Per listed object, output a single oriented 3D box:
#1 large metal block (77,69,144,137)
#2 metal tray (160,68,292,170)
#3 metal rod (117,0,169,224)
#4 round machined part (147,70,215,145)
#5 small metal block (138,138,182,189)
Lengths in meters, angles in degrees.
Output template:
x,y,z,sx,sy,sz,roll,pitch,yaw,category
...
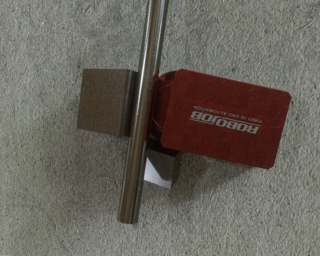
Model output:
x,y,z,sx,sy,sz,roll,pitch,yaw,category
-0.059,-0.033,0.406,0.080,0.050,0.079,9,93,38,large metal block
0.073,-0.011,0.358,0.131,0.030,0.089,12,95,-1,metal tray
-0.018,-0.036,0.372,0.025,0.025,0.298,8,91,20,metal rod
0.022,-0.025,0.393,0.098,0.042,0.097,0,90,20,round machined part
-0.002,0.045,0.400,0.050,0.025,0.050,17,121,19,small metal block
